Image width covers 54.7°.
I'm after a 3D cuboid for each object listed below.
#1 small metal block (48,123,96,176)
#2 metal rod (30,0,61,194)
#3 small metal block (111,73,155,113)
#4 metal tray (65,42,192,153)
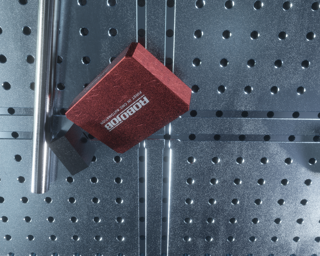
[{"bbox_3d":[-0.114,0.026,0.408,0.025,0.050,0.050,-30,108,10],"label":"small metal block"},{"bbox_3d":[-0.146,-0.051,0.392,0.025,0.025,0.298,9,110,-4],"label":"metal rod"},{"bbox_3d":[-0.029,-0.044,0.384,0.050,0.050,0.025,22,109,-9],"label":"small metal block"},{"bbox_3d":[-0.039,-0.028,0.365,0.090,0.030,0.130,38,130,-23],"label":"metal tray"}]
